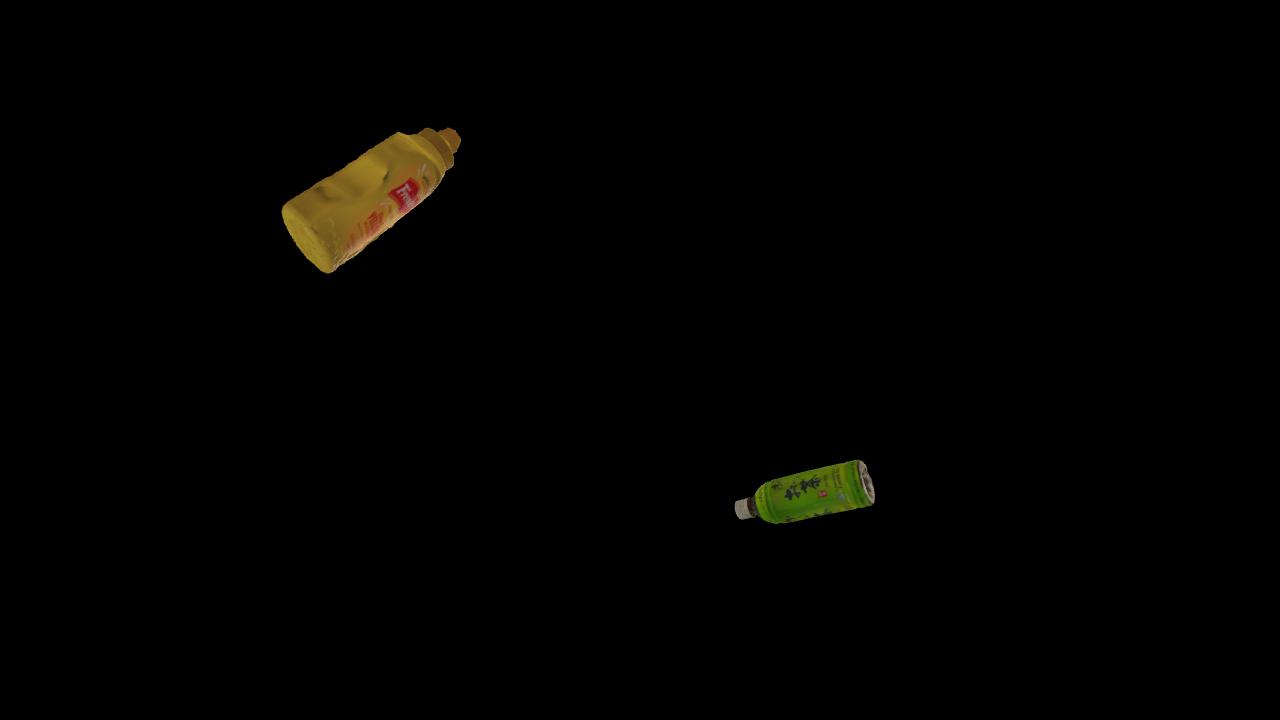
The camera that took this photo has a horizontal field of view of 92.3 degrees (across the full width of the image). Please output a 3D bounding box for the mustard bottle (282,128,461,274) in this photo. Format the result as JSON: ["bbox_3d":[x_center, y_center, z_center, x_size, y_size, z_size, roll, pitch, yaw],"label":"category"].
[{"bbox_3d":[-0.239,-0.164,0.577,0.054,0.184,0.092,38,-26,6],"label":"mustard bottle"}]

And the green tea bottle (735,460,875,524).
[{"bbox_3d":[0.248,0.211,0.951,0.212,0.073,0.073,-22,-11,29],"label":"green tea bottle"}]
